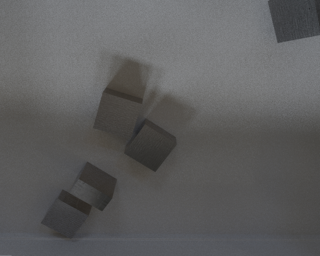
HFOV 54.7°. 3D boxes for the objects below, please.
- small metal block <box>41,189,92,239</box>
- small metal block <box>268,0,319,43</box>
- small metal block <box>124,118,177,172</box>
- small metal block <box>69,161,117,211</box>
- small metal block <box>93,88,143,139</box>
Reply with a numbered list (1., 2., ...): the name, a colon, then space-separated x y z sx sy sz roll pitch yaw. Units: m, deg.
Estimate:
1. small metal block: -0.137 0.127 0.456 0.050 0.025 0.050 33 106 -12
2. small metal block: 0.157 -0.129 0.351 0.025 0.050 0.050 -36 114 -34
3. small metal block: -0.013 0.023 0.420 0.050 0.025 0.050 33 107 -12
4. small metal block: -0.090 0.079 0.426 0.050 0.050 0.025 33 107 -12
5. small metal block: -0.054 -0.019 0.404 0.050 0.025 0.050 17 109 -7
